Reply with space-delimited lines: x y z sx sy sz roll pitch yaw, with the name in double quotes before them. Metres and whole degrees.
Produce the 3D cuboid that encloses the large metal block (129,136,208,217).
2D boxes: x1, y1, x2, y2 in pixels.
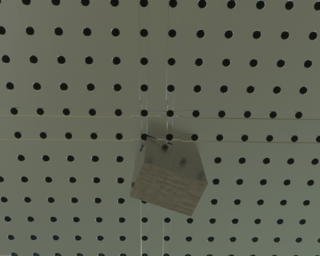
"large metal block" 0.010 0.060 0.406 0.080 0.080 0.050 20 109 -7
